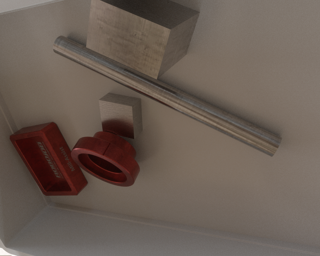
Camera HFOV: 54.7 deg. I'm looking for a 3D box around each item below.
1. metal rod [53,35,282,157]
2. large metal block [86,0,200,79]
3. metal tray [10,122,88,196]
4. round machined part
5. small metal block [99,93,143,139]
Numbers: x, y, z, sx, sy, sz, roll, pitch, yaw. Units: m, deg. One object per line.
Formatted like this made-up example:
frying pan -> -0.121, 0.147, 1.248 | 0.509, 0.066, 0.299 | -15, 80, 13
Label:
metal rod -> 0.000, -0.044, 0.380 | 0.301, 0.025, 0.025 | 26, 128, 11
large metal block -> -0.016, -0.101, 0.318 | 0.080, 0.080, 0.050 | 26, 127, 11
metal tray -> -0.193, 0.058, 0.539 | 0.090, 0.030, 0.129 | -9, 114, 31
round machined part -> -0.073, 0.041, 0.445 | 0.098, 0.042, 0.098 | 18, 149, 12
small metal block -> -0.053, -0.017, 0.424 | 0.050, 0.025, 0.050 | 12, 124, 21
